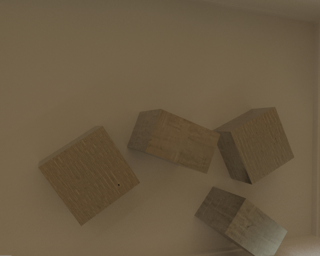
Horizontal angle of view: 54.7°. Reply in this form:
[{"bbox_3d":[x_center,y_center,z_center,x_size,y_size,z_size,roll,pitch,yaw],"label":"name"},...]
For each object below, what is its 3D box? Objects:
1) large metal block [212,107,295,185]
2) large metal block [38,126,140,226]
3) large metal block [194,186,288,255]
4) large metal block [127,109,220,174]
[{"bbox_3d":[0.134,0.023,0.449,0.081,0.050,0.080,-27,99,-18],"label":"large metal block"},{"bbox_3d":[-0.084,0.052,0.367,0.080,0.050,0.080,-35,102,-17],"label":"large metal block"},{"bbox_3d":[0.107,0.130,0.423,0.080,0.080,0.050,39,78,-16],"label":"large metal block"},{"bbox_3d":[0.014,0.016,0.388,0.080,0.080,0.050,22,83,-19],"label":"large metal block"}]
